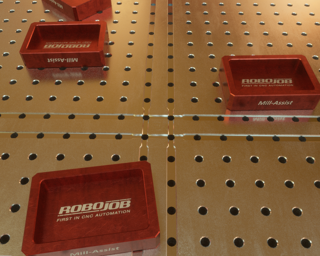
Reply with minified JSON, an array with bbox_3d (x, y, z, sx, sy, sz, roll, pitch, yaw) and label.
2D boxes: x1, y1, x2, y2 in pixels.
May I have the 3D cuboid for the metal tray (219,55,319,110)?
[{"bbox_3d":[0.161,-0.070,0.463,0.131,0.030,0.090,-1,50,-1],"label":"metal tray"}]

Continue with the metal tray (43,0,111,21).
[{"bbox_3d":[-0.174,-0.271,0.632,0.130,0.030,0.090,37,59,26],"label":"metal tray"}]

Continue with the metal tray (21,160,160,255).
[{"bbox_3d":[-0.070,0.086,0.331,0.131,0.030,0.090,-6,50,-5],"label":"metal tray"}]

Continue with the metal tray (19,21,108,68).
[{"bbox_3d":[-0.157,-0.142,0.523,0.131,0.030,0.090,-2,50,-2],"label":"metal tray"}]
